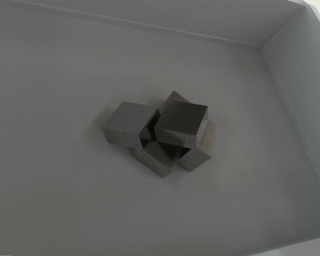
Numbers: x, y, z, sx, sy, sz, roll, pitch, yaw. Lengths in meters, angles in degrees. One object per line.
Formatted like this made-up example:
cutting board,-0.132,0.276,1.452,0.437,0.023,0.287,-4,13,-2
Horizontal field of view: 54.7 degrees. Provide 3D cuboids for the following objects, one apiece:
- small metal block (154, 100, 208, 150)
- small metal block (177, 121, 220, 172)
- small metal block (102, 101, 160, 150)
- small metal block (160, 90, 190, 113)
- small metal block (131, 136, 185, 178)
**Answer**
small metal block,0.027,-0.005,0.375,0.050,0.025,0.050,11,49,19
small metal block,0.049,0.022,0.402,0.025,0.050,0.050,31,52,-9
small metal block,-0.033,-0.004,0.374,0.050,0.025,0.050,11,46,25
small metal block,0.023,-0.016,0.427,0.050,0.025,0.050,36,51,-4
small metal block,0.000,0.026,0.389,0.050,0.025,0.050,36,51,-4
